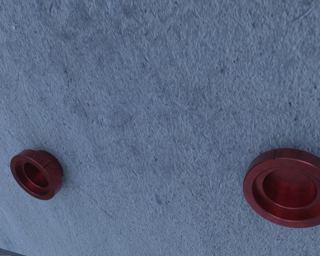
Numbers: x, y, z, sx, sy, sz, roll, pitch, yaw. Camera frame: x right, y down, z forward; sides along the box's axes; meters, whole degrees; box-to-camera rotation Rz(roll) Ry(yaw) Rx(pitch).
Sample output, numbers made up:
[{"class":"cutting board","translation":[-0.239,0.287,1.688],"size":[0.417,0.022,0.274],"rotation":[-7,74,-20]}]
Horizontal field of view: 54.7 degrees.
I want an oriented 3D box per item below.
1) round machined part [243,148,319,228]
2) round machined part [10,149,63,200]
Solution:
[{"class":"round machined part","translation":[0.149,0.064,0.356],"size":[0.098,0.042,0.097],"rotation":[13,124,21]},{"class":"round machined part","translation":[-0.216,0.079,0.559],"size":[0.098,0.042,0.097],"rotation":[13,124,21]}]
